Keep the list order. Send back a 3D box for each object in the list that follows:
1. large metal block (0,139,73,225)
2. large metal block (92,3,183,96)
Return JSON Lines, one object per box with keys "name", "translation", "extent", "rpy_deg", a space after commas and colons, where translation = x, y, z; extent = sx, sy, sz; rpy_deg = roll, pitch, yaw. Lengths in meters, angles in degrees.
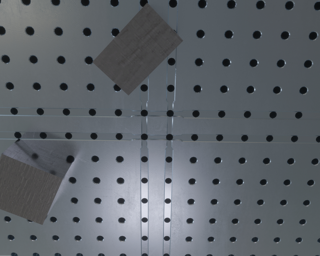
{"name": "large metal block", "translation": [-0.178, 0.073, 0.426], "extent": [0.080, 0.050, 0.080], "rpy_deg": [25, 108, -9]}
{"name": "large metal block", "translation": [-0.023, -0.091, 0.350], "extent": [0.080, 0.080, 0.050], "rpy_deg": [-43, 105, 14]}
